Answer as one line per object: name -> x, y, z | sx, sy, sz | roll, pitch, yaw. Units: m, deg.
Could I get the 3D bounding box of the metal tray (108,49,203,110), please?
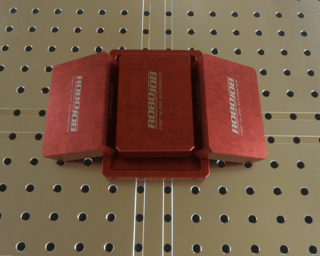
metal tray -> -0.006, -0.063, 0.432 | 0.131, 0.030, 0.090 | 0, 70, -1

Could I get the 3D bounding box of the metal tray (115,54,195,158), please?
metal tray -> -0.006, -0.030, 0.388 | 0.091, 0.030, 0.130 | 0, 70, -1

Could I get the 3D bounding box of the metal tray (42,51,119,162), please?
metal tray -> -0.100, -0.027, 0.399 | 0.090, 0.030, 0.130 | -9, 68, 24

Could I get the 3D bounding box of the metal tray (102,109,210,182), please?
metal tray -> -0.005, 0.022, 0.401 | 0.131, 0.030, 0.090 | 0, 70, -1

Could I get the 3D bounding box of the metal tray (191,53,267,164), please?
metal tray -> 0.087, -0.024, 0.399 | 0.091, 0.030, 0.130 | 9, 68, -26
